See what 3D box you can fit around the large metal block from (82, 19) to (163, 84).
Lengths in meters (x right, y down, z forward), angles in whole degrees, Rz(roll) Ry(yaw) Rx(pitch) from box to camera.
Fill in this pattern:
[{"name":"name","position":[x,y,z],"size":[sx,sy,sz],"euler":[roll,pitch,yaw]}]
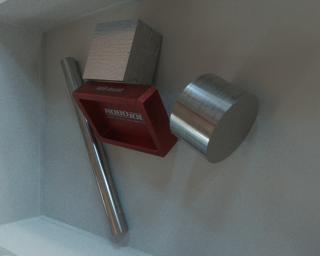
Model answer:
[{"name":"large metal block","position":[-0.051,-0.096,0.421],"size":[0.080,0.050,0.080],"euler":[10,85,39]}]

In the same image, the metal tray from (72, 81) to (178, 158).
[{"name":"metal tray","position":[-0.048,-0.014,0.408],"size":[0.130,0.030,0.090],"euler":[10,136,39]}]

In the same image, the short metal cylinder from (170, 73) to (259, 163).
[{"name":"short metal cylinder","position":[0.057,-0.010,0.323],"size":[0.050,0.081,0.079],"euler":[37,113,33]}]

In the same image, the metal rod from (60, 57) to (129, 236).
[{"name":"metal rod","position":[-0.108,0.019,0.493],"size":[0.025,0.025,0.299],"euler":[-32,70,35]}]
